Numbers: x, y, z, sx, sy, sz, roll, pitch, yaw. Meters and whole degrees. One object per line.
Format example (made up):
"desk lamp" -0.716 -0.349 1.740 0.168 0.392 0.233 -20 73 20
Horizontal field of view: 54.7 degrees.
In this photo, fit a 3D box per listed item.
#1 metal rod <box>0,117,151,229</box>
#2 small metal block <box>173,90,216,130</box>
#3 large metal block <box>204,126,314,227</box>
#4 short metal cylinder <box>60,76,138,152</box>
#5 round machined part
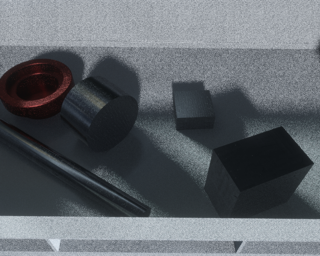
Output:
"metal rod" -0.143 0.032 0.375 0.301 0.025 0.025 26 55 20
"small metal block" 0.046 -0.025 0.427 0.050 0.025 0.050 -2 50 -3
"large metal block" 0.098 0.052 0.327 0.081 0.080 0.050 -17 52 -14
"short metal cylinder" -0.073 -0.017 0.383 0.050 0.080 0.080 36 58 26
"round machined part" -0.169 -0.050 0.434 0.099 0.042 0.098 0 50 0
